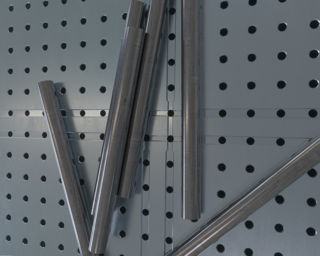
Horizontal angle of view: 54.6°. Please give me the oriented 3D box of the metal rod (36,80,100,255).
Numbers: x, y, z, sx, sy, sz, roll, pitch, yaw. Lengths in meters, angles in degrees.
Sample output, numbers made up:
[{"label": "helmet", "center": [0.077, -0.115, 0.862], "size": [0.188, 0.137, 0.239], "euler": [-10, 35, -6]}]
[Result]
[{"label": "metal rod", "center": [-0.134, 0.074, 0.460], "size": [0.025, 0.025, 0.299], "euler": [-19, 84, 19]}]

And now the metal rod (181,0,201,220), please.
[{"label": "metal rod", "center": [0.040, -0.035, 0.398], "size": [0.025, 0.025, 0.298], "euler": [0, 90, 20]}]

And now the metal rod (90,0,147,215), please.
[{"label": "metal rod", "center": [-0.058, -0.024, 0.433], "size": [0.025, 0.025, 0.298], "euler": [13, 94, 19]}]

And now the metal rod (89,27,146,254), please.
[{"label": "metal rod", "center": [-0.058, 0.019, 0.412], "size": [0.025, 0.025, 0.298], "euler": [12, 94, 19]}]

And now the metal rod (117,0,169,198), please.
[{"label": "metal rod", "center": [-0.022, -0.054, 0.420], "size": [0.025, 0.025, 0.298], "euler": [11, 94, 19]}]

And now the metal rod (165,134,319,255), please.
[{"label": "metal rod", "center": [0.081, 0.115, 0.384], "size": [0.299, 0.025, 0.025], "euler": [-43, 77, 15]}]
